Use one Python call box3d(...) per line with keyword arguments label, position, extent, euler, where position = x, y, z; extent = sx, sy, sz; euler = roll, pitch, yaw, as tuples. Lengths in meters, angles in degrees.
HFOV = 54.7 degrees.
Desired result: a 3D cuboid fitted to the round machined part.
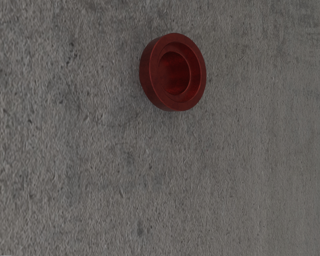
box3d(label="round machined part", position=(0.012, -0.070, 0.404), extent=(0.099, 0.042, 0.097), euler=(0, 90, -40))
